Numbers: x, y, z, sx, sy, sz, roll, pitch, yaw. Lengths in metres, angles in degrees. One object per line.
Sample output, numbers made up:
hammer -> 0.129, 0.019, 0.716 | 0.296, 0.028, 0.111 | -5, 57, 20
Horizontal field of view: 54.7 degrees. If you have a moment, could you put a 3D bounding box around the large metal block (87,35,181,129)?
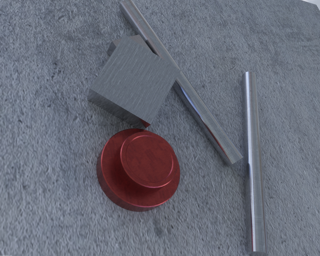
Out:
large metal block -> -0.033, -0.053, 0.387 | 0.080, 0.050, 0.080 | 31, 73, -9

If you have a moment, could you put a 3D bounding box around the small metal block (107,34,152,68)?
small metal block -> -0.039, -0.103, 0.447 | 0.050, 0.025, 0.050 | -27, 77, -37

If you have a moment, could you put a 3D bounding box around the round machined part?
round machined part -> -0.019, 0.043, 0.358 | 0.099, 0.042, 0.098 | 14, 56, -21

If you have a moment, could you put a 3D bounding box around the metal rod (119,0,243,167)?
metal rod -> 0.026, -0.075, 0.464 | 0.025, 0.025, 0.299 | -24, 75, -37

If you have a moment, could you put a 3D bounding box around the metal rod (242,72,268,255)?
metal rod -> 0.138, 0.031, 0.461 | 0.025, 0.025, 0.300 | 21, 54, -17
